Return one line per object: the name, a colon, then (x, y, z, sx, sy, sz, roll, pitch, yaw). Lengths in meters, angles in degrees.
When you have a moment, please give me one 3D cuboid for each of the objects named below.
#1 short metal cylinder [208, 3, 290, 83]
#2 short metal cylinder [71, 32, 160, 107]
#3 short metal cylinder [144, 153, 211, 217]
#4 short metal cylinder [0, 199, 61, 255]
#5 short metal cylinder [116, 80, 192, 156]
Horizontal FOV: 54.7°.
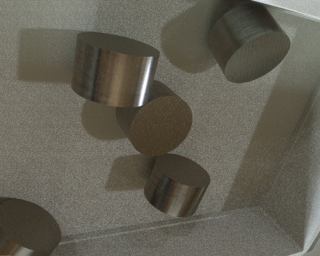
short metal cylinder: (0.104, -0.099, 0.368, 0.081, 0.050, 0.080, -16, 151, -9)
short metal cylinder: (-0.045, -0.060, 0.311, 0.081, 0.080, 0.050, 0, 118, -29)
short metal cylinder: (0.024, 0.078, 0.434, 0.081, 0.080, 0.050, 8, 115, -32)
short metal cylinder: (-0.166, 0.130, 0.363, 0.080, 0.080, 0.050, 33, 100, -38)
short metal cylinder: (-0.008, -0.013, 0.380, 0.081, 0.050, 0.079, -14, 124, -21)
